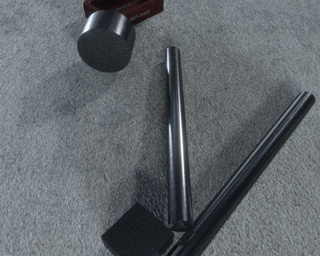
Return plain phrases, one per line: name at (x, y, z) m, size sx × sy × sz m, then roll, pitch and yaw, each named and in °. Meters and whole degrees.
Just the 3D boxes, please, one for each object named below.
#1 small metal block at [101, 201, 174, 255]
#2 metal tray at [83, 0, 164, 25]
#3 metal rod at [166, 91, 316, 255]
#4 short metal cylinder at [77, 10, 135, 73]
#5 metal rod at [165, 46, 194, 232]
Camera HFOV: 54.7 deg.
small metal block at (-0.022, 0.111, 0.309) m, size 0.050 × 0.025 × 0.050 m, roll 35°, pitch 58°, yaw 25°
metal tray at (-0.068, -0.234, 0.595) m, size 0.131 × 0.030 × 0.090 m, roll -36°, pitch 59°, yaw -26°
metal rod at (0.109, 0.046, 0.365) m, size 0.025 × 0.025 × 0.302 m, roll 33°, pitch 57°, yaw 25°
short metal cylinder at (-0.081, -0.133, 0.478) m, size 0.080 × 0.080 × 0.050 m, roll 4°, pitch 50°, yaw 3°
metal rod at (0.020, -0.014, 0.403) m, size 0.025 × 0.025 × 0.300 m, roll 0°, pitch 47°, yaw 0°
